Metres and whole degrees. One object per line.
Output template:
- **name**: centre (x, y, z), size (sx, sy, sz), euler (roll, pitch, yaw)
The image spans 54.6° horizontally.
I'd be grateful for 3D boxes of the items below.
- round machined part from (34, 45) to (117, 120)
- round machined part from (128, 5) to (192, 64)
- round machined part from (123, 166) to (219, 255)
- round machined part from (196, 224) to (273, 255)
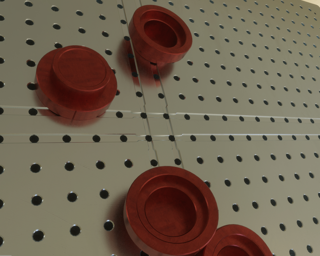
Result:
- **round machined part**: centre (-0.099, -0.062, 0.381), size (0.099, 0.042, 0.098), euler (13, 56, -21)
- **round machined part**: centre (-0.003, -0.139, 0.480), size (0.099, 0.042, 0.098), euler (13, 56, -21)
- **round machined part**: centre (0.010, 0.094, 0.335), size (0.099, 0.042, 0.098), euler (8, 50, -9)
- **round machined part**: centre (0.078, 0.160, 0.341), size (0.099, 0.042, 0.098), euler (13, 56, -21)
